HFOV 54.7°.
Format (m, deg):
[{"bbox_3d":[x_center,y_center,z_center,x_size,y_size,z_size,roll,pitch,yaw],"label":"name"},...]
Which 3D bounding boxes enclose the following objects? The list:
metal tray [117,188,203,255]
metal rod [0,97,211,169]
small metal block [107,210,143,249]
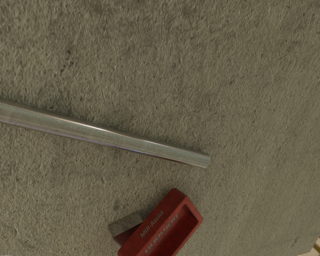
[{"bbox_3d":[0.006,0.169,0.487,0.130,0.030,0.090,-47,136,-16],"label":"metal tray"},{"bbox_3d":[-0.049,0.015,0.390,0.302,0.025,0.025,17,110,-35],"label":"metal rod"},{"bbox_3d":[-0.048,0.164,0.484,0.050,0.025,0.050,-24,128,-14],"label":"small metal block"}]
